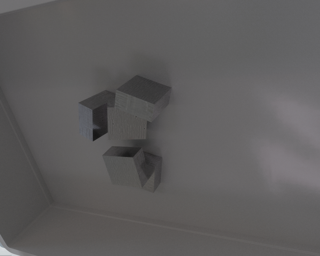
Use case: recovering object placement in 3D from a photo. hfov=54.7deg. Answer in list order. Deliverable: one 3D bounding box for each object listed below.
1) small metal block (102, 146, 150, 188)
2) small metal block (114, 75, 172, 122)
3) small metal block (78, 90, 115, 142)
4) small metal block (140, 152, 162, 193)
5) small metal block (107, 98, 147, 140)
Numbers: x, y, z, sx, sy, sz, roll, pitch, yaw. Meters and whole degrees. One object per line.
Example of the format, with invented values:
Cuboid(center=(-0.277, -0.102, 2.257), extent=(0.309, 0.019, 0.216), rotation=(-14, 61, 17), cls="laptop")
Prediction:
Cuboid(center=(-0.047, 0.054, 0.435), extent=(0.050, 0.025, 0.050), rotation=(0, 118, 28), cls="small metal block")
Cuboid(center=(-0.020, -0.037, 0.380), extent=(0.050, 0.050, 0.025), rotation=(22, 127, 15), cls="small metal block")
Cuboid(center=(-0.083, -0.017, 0.423), extent=(0.025, 0.050, 0.050), rotation=(26, 128, 25), cls="small metal block")
Cuboid(center=(-0.026, 0.063, 0.461), extent=(0.050, 0.025, 0.050), rotation=(16, 125, 19), cls="small metal block")
Cuboid(center=(-0.044, -0.012, 0.410), extent=(0.050, 0.025, 0.050), rotation=(-1, 124, -9), cls="small metal block")
